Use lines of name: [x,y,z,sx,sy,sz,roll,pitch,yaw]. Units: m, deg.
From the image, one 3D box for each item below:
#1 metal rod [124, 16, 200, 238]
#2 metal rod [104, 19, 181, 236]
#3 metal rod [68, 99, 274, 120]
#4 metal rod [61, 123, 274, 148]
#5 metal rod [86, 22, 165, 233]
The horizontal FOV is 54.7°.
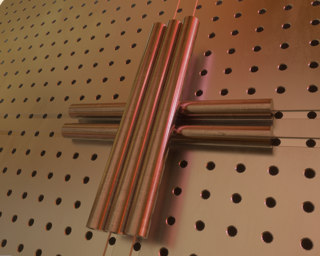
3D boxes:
metal rod: [0.010,-0.020,0.383,0.025,0.025,0.300,1,62,28]
metal rod: [-0.013,-0.019,0.394,0.025,0.025,0.300,1,62,28]
metal rod: [-0.004,-0.024,0.424,0.300,0.025,0.025,1,62,28]
metal rod: [-0.011,0.007,0.408,0.300,0.025,0.025,1,62,28]
metal rod: [-0.035,-0.019,0.405,0.025,0.025,0.300,1,62,28]
